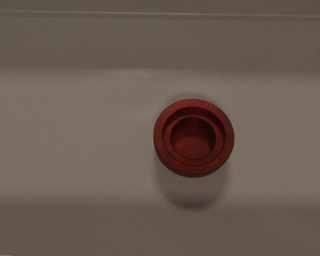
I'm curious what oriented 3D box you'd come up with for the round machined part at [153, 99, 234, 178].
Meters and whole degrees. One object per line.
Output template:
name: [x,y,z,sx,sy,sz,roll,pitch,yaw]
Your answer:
round machined part: [0.041,0.015,0.396,0.099,0.042,0.098,0,70,-1]
